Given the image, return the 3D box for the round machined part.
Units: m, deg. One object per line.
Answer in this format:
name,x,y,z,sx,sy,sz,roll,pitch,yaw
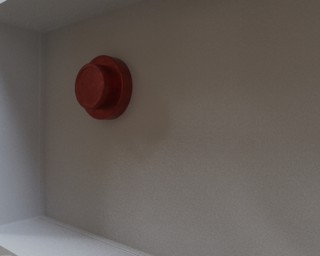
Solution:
round machined part,-0.091,-0.061,0.469,0.098,0.042,0.097,0,90,39
